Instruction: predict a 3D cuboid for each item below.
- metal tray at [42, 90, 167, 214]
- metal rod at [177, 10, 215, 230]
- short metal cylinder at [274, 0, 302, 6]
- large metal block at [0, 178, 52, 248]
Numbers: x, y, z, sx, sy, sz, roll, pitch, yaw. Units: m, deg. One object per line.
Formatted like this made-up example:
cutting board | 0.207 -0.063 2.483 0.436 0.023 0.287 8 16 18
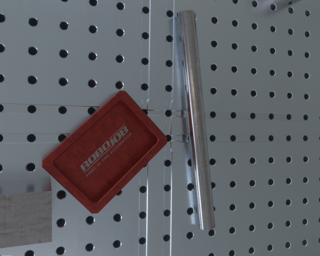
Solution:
metal tray | -0.066 0.028 0.385 0.130 0.030 0.090 -45 104 -15
metal rod | 0.050 -0.009 0.430 0.025 0.025 0.298 -7 92 -20
short metal cylinder | 0.209 -0.237 0.476 0.081 0.050 0.080 0 90 -20
large metal block | -0.157 0.086 0.326 0.081 0.080 0.050 -1 91 -20
